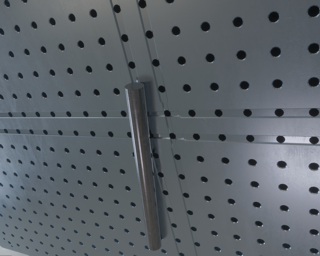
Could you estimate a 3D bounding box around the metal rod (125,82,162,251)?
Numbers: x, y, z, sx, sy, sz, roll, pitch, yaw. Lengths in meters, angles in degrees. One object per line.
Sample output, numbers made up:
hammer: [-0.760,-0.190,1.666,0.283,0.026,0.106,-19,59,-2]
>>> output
metal rod: [-0.021,0.075,0.469,0.025,0.025,0.298,9,123,23]
